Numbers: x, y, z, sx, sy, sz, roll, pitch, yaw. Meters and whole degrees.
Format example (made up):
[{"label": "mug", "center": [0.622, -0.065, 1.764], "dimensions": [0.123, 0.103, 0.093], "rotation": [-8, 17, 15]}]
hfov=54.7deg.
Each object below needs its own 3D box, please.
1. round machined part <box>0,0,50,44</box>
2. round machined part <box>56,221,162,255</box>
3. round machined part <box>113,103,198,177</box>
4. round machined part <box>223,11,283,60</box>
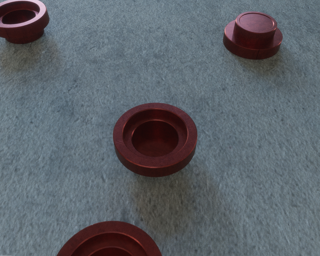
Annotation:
[{"label": "round machined part", "center": [-0.245, -0.184, 0.544], "dimensions": [0.099, 0.042, 0.098], "rotation": [0, 50, 0]}, {"label": "round machined part", "center": [-0.045, 0.138, 0.276], "dimensions": [0.099, 0.042, 0.098], "rotation": [0, 50, 0]}, {"label": "round machined part", "center": [-0.006, 0.018, 0.377], "dimensions": [0.099, 0.042, 0.098], "rotation": [0, 50, 0]}, {"label": "round machined part", "center": [0.161, -0.164, 0.532], "dimensions": [0.099, 0.042, 0.098], "rotation": [0, 50, 0]}]
